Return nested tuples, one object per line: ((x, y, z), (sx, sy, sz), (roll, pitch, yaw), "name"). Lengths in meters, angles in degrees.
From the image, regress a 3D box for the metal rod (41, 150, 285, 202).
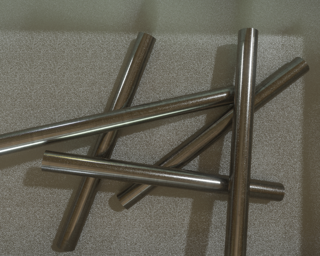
((0.012, 0.062, 0.386), (0.302, 0.025, 0.025), (9, 90, -10), "metal rod")

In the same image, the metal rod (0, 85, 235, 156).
((-0.046, -0.012, 0.386), (0.302, 0.025, 0.025), (-13, 90, -10), "metal rod")

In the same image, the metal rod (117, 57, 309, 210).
((0.070, 0.007, 0.411), (0.300, 0.025, 0.025), (-37, 90, 0), "metal rod")

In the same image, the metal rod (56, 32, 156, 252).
((-0.071, 0.018, 0.410), (0.025, 0.025, 0.299), (21, 90, 0), "metal rod")

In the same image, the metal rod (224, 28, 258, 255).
((0.100, 0.025, 0.380), (0.025, 0.025, 0.298), (5, 84, 0), "metal rod")
